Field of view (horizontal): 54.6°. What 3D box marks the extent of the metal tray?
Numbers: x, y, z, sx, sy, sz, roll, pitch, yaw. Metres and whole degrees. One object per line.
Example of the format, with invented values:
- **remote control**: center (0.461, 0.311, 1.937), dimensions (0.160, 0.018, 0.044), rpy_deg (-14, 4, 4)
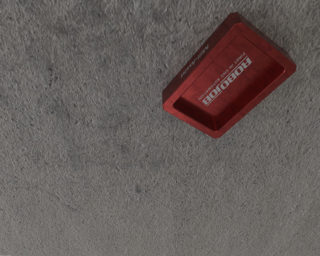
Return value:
- **metal tray**: center (0.075, -0.053, 0.358), dimensions (0.090, 0.030, 0.129), rpy_deg (29, 124, -22)
